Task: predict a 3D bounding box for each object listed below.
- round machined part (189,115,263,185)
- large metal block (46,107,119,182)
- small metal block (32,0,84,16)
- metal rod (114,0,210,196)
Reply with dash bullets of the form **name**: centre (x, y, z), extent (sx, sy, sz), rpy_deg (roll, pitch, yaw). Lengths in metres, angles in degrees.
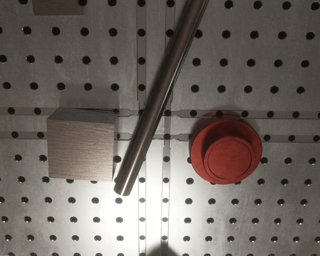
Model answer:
- **round machined part**: centre (0.090, 0.035, 0.419), extent (0.099, 0.042, 0.097), rpy_deg (0, 110, -1)
- **large metal block**: centre (-0.099, 0.021, 0.406), extent (0.081, 0.050, 0.079), rpy_deg (4, 110, -2)
- **small metal block**: centre (-0.118, -0.155, 0.354), extent (0.050, 0.025, 0.050), rpy_deg (-1, 110, 0)
- **metal rod**: centre (-0.001, -0.040, 0.398), extent (0.025, 0.025, 0.298), rpy_deg (20, 109, -8)
